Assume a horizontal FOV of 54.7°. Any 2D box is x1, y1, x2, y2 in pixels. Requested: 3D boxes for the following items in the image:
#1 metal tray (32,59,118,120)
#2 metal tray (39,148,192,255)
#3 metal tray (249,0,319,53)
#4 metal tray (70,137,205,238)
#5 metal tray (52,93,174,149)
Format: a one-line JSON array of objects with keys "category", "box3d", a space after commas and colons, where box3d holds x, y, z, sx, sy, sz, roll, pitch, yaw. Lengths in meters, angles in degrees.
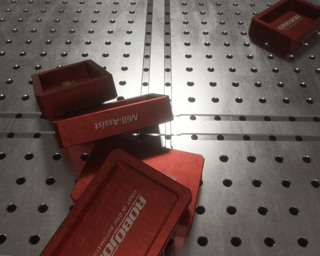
[{"category": "metal tray", "box3d": [-0.119, -0.057, 0.415, 0.091, 0.030, 0.130, -20, 27, -17]}, {"category": "metal tray", "box3d": [-0.039, 0.096, 0.292, 0.090, 0.030, 0.130, 29, 73, 14]}, {"category": "metal tray", "box3d": [0.239, -0.194, 0.570, 0.131, 0.030, 0.090, -35, 59, -26]}, {"category": "metal tray", "box3d": [-0.021, 0.062, 0.352, 0.131, 0.030, 0.090, 11, 51, 8]}, {"category": "metal tray", "box3d": [-0.058, -0.013, 0.381, 0.131, 0.030, 0.090, -14, 11, -12]}]
